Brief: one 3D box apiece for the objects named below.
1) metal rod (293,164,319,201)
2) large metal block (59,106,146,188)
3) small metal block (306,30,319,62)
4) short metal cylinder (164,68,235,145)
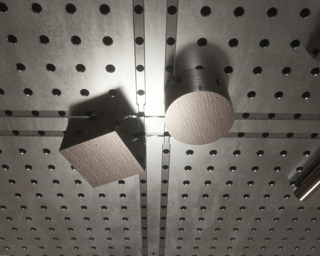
[{"bbox_3d":[0.279,0.002,0.417,0.025,0.025,0.298,15,129,-13],"label":"metal rod"},{"bbox_3d":[-0.073,0.028,0.418,0.080,0.050,0.080,-19,128,15],"label":"large metal block"},{"bbox_3d":[0.199,-0.093,0.335,0.050,0.025,0.050,16,128,-14],"label":"small metal block"},{"bbox_3d":[0.045,-0.025,0.375,0.081,0.050,0.079,0,130,0],"label":"short metal cylinder"}]
